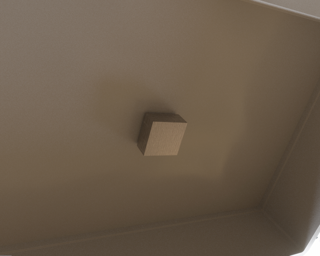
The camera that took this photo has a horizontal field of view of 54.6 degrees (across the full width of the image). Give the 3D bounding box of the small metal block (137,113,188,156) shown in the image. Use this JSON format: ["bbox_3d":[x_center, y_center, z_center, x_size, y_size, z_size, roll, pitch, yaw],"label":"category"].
[{"bbox_3d":[0.002,0.009,0.410,0.050,0.025,0.050,2,118,-29],"label":"small metal block"}]
